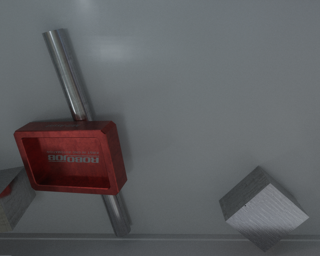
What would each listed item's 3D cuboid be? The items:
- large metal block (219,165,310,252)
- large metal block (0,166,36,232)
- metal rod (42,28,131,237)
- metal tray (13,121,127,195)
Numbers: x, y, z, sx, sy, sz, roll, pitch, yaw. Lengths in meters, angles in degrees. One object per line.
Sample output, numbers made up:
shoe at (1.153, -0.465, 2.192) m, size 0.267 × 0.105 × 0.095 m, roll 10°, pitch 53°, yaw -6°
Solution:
large metal block at (0.145, 0.115, 0.443) m, size 0.080 × 0.050 × 0.080 m, roll 40°, pitch 105°, yaw -14°
large metal block at (-0.227, 0.098, 0.415) m, size 0.080 × 0.080 × 0.050 m, roll -10°, pitch 110°, yaw 3°
metal rod at (-0.092, 0.020, 0.417) m, size 0.025 × 0.025 × 0.298 m, roll -13°, pitch 110°, yaw 4°
metal tray at (-0.114, 0.038, 0.399) m, size 0.130 × 0.030 × 0.089 m, roll -1°, pitch 113°, yaw 18°
